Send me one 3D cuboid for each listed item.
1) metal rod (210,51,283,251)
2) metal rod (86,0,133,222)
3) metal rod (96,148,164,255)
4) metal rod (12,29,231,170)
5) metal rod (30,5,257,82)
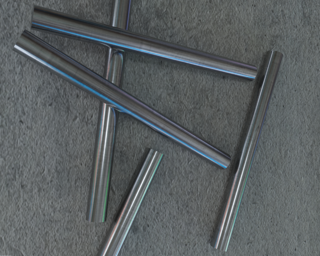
[{"bbox_3d":[0.129,0.029,0.456,0.025,0.025,0.299,20,83,-19],"label":"metal rod"},{"bbox_3d":[-0.062,-0.036,0.386,0.025,0.025,0.298,7,88,-20],"label":"metal rod"},{"bbox_3d":[-0.068,0.165,0.384,0.025,0.025,0.299,28,81,-18],"label":"metal rod"},{"bbox_3d":[-0.025,-0.020,0.377,0.301,0.025,0.025,30,80,-26],"label":"metal rod"},{"bbox_3d":[0.002,-0.098,0.388,0.302,0.025,0.025,7,88,-28],"label":"metal rod"}]
